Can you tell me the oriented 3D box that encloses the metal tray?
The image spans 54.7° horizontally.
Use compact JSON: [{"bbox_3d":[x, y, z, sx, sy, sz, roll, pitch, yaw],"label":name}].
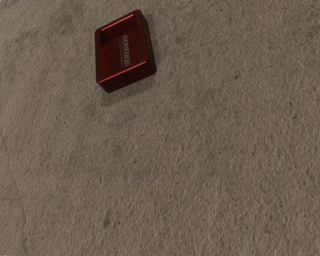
[{"bbox_3d":[-0.060,-0.128,0.508,0.090,0.030,0.130,-21,54,15],"label":"metal tray"}]
